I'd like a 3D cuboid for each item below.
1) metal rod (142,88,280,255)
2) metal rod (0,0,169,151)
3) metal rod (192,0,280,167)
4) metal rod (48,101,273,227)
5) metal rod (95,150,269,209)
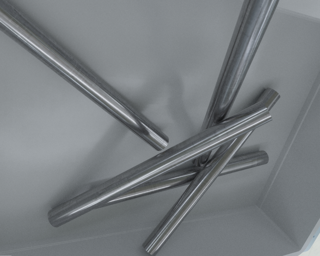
[{"bbox_3d":[0.078,0.062,0.462,0.300,0.025,0.025,-51,130,-4],"label":"metal rod"},{"bbox_3d":[-0.086,-0.055,0.328,0.025,0.025,0.300,-46,130,4],"label":"metal rod"},{"bbox_3d":[0.069,-0.029,0.349,0.025,0.025,0.299,-21,153,-16],"label":"metal rod"},{"bbox_3d":[-0.010,0.050,0.377,0.300,0.025,0.025,-28,131,13],"label":"metal rod"},{"bbox_3d":[0.045,0.075,0.481,0.303,0.025,0.025,-10,123,-24],"label":"metal rod"}]
